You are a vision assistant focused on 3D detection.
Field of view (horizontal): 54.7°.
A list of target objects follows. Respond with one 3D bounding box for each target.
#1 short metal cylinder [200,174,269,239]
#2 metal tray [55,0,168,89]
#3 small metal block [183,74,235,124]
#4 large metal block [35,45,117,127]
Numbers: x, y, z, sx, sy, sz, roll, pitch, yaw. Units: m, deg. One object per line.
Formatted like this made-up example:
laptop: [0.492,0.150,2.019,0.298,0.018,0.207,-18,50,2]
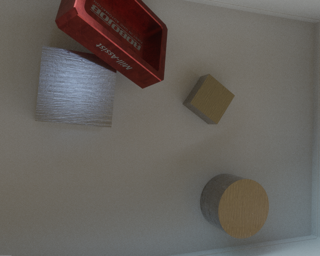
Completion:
short metal cylinder: [0.104,0.108,0.438,0.081,0.050,0.079,0,90,-21]
metal tray: [-0.045,-0.114,0.346,0.130,0.030,0.090,32,51,-43]
small metal block: [0.069,-0.040,0.437,0.050,0.025,0.050,37,78,-17]
large metal block: [-0.098,-0.044,0.361,0.081,0.050,0.080,6,88,-20]
